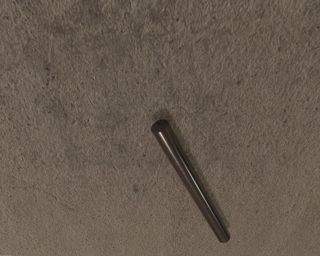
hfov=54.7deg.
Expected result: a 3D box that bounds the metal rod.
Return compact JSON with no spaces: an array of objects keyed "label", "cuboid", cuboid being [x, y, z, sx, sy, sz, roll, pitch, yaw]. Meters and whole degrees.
[{"label":"metal rod","cuboid":[0.060,0.101,0.494,0.025,0.025,0.299,-19,128,15]}]
